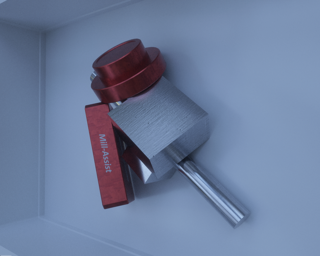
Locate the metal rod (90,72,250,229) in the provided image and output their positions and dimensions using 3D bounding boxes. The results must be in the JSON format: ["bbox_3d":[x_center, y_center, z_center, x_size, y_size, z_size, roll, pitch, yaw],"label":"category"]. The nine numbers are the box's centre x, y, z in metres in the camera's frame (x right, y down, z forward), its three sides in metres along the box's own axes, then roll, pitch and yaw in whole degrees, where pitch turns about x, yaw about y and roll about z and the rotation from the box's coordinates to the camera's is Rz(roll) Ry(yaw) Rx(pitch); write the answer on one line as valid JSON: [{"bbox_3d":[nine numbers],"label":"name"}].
[{"bbox_3d":[-0.005,0.009,0.407,0.300,0.025,0.025,44,116,30],"label":"metal rod"}]

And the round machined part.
[{"bbox_3d":[-0.045,-0.077,0.390,0.098,0.098,0.042,-2,129,39],"label":"round machined part"}]

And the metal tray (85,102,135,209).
[{"bbox_3d":[-0.065,0.038,0.416,0.030,0.090,0.129,-12,80,-2],"label":"metal tray"}]

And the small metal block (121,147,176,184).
[{"bbox_3d":[-0.012,0.042,0.396,0.050,0.050,0.025,45,117,30],"label":"small metal block"}]

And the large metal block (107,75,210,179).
[{"bbox_3d":[0.000,-0.002,0.361,0.080,0.050,0.080,-37,58,-14],"label":"large metal block"}]
